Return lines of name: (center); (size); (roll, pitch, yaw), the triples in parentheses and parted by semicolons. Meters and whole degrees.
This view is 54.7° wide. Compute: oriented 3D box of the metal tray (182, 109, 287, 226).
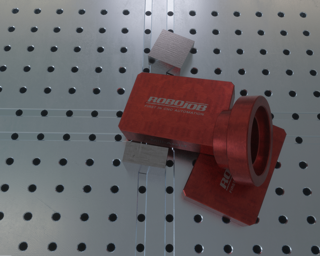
metal tray: (0.094, 0.045, 0.393); (0.090, 0.030, 0.130); (24, 72, 8)

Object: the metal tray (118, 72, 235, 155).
metal tray: (0.023, -0.021, 0.397); (0.130, 0.030, 0.090); (10, 66, 18)

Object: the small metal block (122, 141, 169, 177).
small metal block: (-0.017, 0.039, 0.384); (0.050, 0.050, 0.025); (9, 71, 3)

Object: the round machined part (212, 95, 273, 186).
round machined part: (0.092, 0.013, 0.344); (0.042, 0.098, 0.098); (2, 67, 33)

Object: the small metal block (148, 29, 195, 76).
small metal block: (0.016, -0.109, 0.452); (0.050, 0.025, 0.050); (24, 72, 8)
